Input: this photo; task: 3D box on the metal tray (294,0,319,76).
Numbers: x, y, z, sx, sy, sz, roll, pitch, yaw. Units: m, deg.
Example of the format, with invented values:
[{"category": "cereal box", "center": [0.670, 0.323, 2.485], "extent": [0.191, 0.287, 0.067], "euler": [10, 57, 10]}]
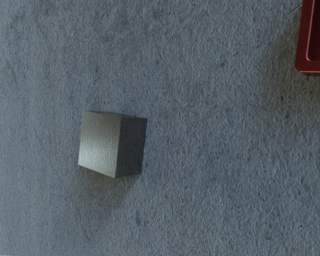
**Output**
[{"category": "metal tray", "center": [0.185, -0.087, 0.248], "extent": [0.130, 0.030, 0.089], "euler": [9, 96, 39]}]

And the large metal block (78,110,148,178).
[{"category": "large metal block", "center": [-0.068, 0.020, 0.443], "extent": [0.080, 0.050, 0.079], "euler": [11, 97, 39]}]
